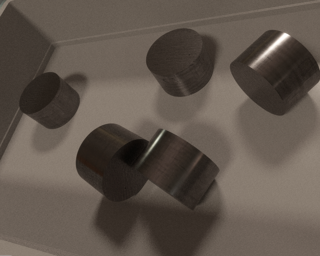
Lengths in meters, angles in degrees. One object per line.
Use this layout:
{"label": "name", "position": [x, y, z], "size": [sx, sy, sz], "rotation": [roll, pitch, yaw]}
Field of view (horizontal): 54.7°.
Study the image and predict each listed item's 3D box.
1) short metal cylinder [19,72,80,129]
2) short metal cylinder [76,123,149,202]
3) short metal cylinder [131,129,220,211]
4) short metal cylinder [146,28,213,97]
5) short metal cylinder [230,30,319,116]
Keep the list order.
{"label": "short metal cylinder", "position": [-0.181, -0.045, 0.510], "size": [0.080, 0.050, 0.080], "rotation": [-13, 56, 20]}
{"label": "short metal cylinder", "position": [-0.052, 0.040, 0.371], "size": [0.050, 0.080, 0.080], "rotation": [27, 76, 37]}
{"label": "short metal cylinder", "position": [0.016, 0.044, 0.334], "size": [0.080, 0.080, 0.050], "rotation": [28, 77, 37]}
{"label": "short metal cylinder", "position": [0.028, -0.090, 0.429], "size": [0.080, 0.050, 0.080], "rotation": [-13, 56, 20]}
{"label": "short metal cylinder", "position": [0.124, -0.060, 0.341], "size": [0.050, 0.080, 0.080], "rotation": [-43, 51, -1]}
